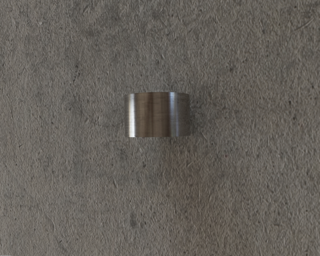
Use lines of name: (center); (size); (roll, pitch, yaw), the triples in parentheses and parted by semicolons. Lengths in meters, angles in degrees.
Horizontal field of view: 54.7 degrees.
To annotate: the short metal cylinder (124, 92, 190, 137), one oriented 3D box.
short metal cylinder: (-0.003, -0.015, 0.382); (0.080, 0.080, 0.050); (-1, 90, 19)
